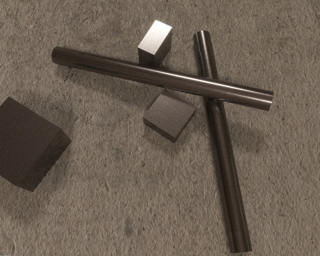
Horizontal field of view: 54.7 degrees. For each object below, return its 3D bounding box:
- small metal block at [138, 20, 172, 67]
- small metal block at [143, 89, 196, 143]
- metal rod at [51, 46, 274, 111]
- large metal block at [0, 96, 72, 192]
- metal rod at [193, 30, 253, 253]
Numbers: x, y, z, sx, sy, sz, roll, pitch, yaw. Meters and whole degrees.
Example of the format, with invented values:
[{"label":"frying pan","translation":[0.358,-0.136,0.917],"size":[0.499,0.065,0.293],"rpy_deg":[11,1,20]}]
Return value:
[{"label":"small metal block","translation":[-0.007,-0.113,0.436],"size":[0.025,0.050,0.050],"rpy_deg":[27,72,9]},{"label":"small metal block","translation":[0.013,-0.016,0.414],"size":[0.050,0.025,0.050],"rpy_deg":[33,73,11]},{"label":"metal rod","translation":[-0.005,-0.069,0.415],"size":[0.301,0.025,0.025],"rpy_deg":[14,71,11]},{"label":"large metal block","translation":[-0.173,0.021,0.385],"size":[0.080,0.050,0.080],"rpy_deg":[31,73,10]},{"label":"metal rod","translation":[0.078,0.003,0.407],"size":[0.025,0.025,0.299],"rpy_deg":[-6,70,-3]}]
